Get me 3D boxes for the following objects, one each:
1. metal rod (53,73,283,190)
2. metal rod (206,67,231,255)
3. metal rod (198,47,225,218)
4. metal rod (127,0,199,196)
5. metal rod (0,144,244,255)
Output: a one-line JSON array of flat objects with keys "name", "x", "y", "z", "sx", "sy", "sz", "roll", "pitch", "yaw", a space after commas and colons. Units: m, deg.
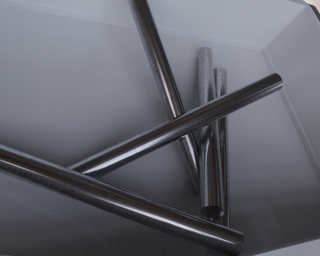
[{"name": "metal rod", "x": 0.025, "y": -0.002, "z": 0.364, "sx": 0.302, "sy": 0.025, "sz": 0.025, "roll": -25, "pitch": 75, "yaw": -19}, {"name": "metal rod", "x": 0.080, "y": 0.018, "z": 0.416, "sx": 0.025, "sy": 0.025, "sz": 0.300, "roll": 24, "pitch": 46, "yaw": -14}, {"name": "metal rod", "x": 0.066, "y": -0.021, "z": 0.423, "sx": 0.025, "sy": 0.025, "sz": 0.300, "roll": 22, "pitch": 44, "yaw": -16}, {"name": "metal rod", "x": 0.007, "y": -0.060, "z": 0.395, "sx": 0.025, "sy": 0.025, "sz": 0.299, "roll": -18, "pitch": 88, "yaw": -35}, {"name": "metal rod", "x": -0.066, "y": 0.060, "z": 0.294, "sx": 0.302, "sy": 0.025, "sz": 0.025, "roll": 20, "pitch": 53, "yaw": -1}]
